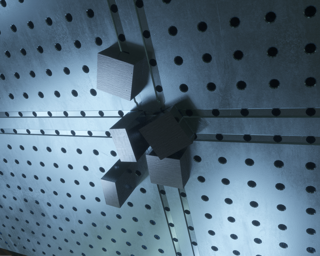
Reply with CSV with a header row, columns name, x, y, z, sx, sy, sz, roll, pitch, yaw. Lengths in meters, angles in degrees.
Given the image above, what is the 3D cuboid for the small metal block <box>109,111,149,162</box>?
name,x,y,z,sx,sy,sz,roll,pitch,yaw
small metal block,-0.038,0.011,0.420,0.025,0.050,0.050,-2,118,29

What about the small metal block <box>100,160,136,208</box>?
name,x,y,z,sx,sy,sz,roll,pitch,yaw
small metal block,-0.063,0.086,0.480,0.025,0.050,0.050,9,122,23

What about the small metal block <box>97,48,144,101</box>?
name,x,y,z,sx,sy,sz,roll,pitch,yaw
small metal block,-0.052,-0.069,0.395,0.050,0.025,0.050,21,126,15

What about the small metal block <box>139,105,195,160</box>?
name,x,y,z,sx,sy,sz,roll,pitch,yaw
small metal block,0.010,0.006,0.402,0.050,0.025,0.050,-30,102,24

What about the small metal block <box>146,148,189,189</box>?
name,x,y,z,sx,sy,sz,roll,pitch,yaw
small metal block,0.012,0.055,0.438,0.050,0.025,0.050,6,121,25
